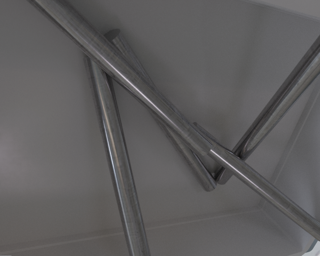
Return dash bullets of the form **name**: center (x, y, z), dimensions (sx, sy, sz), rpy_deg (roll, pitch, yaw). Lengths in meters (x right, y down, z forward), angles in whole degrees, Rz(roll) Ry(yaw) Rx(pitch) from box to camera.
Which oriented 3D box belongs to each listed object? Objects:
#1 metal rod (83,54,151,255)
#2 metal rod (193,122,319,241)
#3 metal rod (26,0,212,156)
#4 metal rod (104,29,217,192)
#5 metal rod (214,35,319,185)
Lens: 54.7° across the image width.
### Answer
- **metal rod**: center (-0.041, 0.068, 0.356), dimensions (0.025, 0.025, 0.298), rpy_deg (-15, 102, -20)
- **metal rod**: center (0.154, 0.089, 0.460), dimensions (0.301, 0.025, 0.025), rpy_deg (37, 97, -19)
- **metal rod**: center (-0.039, -0.059, 0.318), dimensions (0.025, 0.025, 0.300), rpy_deg (-46, 122, 4)
- **metal rod**: center (0.015, 0.000, 0.416), dimensions (0.025, 0.025, 0.300), rpy_deg (-38, 129, -3)
- **metal rod**: center (0.136, -0.006, 0.404), dimensions (0.025, 0.025, 0.298), rpy_deg (-10, 147, -23)
